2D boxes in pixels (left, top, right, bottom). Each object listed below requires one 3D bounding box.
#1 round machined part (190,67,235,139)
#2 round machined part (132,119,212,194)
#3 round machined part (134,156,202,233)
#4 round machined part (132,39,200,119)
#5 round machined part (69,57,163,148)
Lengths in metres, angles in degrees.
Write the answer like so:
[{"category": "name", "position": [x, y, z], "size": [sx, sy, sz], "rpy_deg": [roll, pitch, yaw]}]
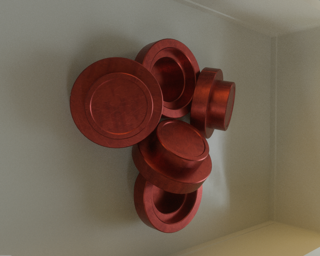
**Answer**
[{"category": "round machined part", "position": [0.077, -0.033, 0.428], "size": [0.098, 0.042, 0.097], "rpy_deg": [10, 91, -71]}, {"category": "round machined part", "position": [0.020, 0.027, 0.372], "size": [0.099, 0.098, 0.042], "rpy_deg": [-9, 140, -40]}, {"category": "round machined part", "position": [0.006, 0.080, 0.398], "size": [0.099, 0.042, 0.097], "rpy_deg": [0, 90, -40]}, {"category": "round machined part", "position": [0.004, -0.060, 0.395], "size": [0.099, 0.042, 0.097], "rpy_deg": [0, 90, -40]}, {"category": "round machined part", "position": [-0.045, -0.025, 0.328], "size": [0.099, 0.042, 0.097], "rpy_deg": [-3, 102, -12]}]
